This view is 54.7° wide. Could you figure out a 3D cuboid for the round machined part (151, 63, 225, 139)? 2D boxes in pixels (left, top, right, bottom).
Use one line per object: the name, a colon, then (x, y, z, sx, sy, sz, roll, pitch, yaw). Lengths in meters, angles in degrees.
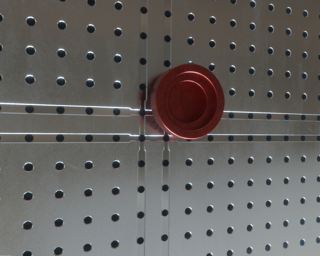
round machined part: (0.034, -0.035, 0.417, 0.099, 0.042, 0.097, 0, 90, -21)
